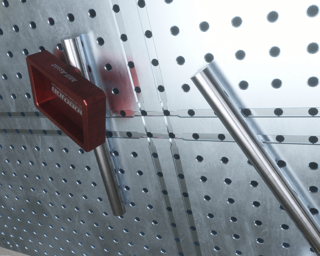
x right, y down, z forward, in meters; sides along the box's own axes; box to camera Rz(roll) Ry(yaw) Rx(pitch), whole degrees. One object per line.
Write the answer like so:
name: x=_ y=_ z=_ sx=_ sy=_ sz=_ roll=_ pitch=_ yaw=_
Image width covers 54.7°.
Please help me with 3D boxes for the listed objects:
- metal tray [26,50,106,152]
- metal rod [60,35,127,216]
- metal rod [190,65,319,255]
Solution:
metal tray: x=-0.127 y=-0.037 z=0.421 sx=0.130 sy=0.030 sz=0.089 roll=36 pitch=138 yaw=26
metal rod: x=-0.093 y=0.014 z=0.468 sx=0.025 sy=0.025 sz=0.298 roll=4 pitch=121 yaw=26
metal rod: x=0.134 y=0.054 z=0.373 sx=0.025 sy=0.025 sz=0.300 roll=-30 pitch=102 yaw=38
